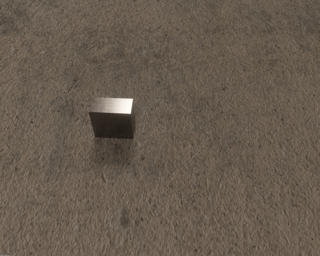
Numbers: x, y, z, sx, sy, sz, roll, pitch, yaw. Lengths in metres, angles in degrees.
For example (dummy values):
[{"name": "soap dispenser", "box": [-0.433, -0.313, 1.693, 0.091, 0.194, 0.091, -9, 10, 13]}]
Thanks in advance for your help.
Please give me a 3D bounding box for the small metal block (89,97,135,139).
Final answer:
[{"name": "small metal block", "box": [-0.059, -0.012, 0.396, 0.050, 0.050, 0.025, 2, 50, 1]}]
